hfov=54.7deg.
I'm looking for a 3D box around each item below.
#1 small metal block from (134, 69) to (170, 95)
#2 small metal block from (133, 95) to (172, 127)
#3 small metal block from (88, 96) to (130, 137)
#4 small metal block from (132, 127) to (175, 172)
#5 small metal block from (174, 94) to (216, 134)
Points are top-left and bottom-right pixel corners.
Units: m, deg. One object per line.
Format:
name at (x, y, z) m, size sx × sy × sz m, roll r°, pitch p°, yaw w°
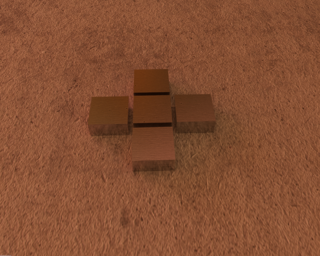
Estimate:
small metal block at (-0.012, -0.061, 0.456) m, size 0.050 × 0.025 × 0.050 m, roll -1°, pitch 50°, yaw -2°
small metal block at (-0.010, -0.018, 0.420) m, size 0.050 × 0.025 × 0.050 m, roll -1°, pitch 50°, yaw -2°
small metal block at (-0.067, -0.016, 0.417) m, size 0.050 × 0.025 × 0.050 m, roll -1°, pitch 50°, yaw -2°
small metal block at (-0.008, 0.026, 0.383) m, size 0.050 × 0.025 × 0.050 m, roll -2°, pitch 50°, yaw -2°
small metal block at (0.046, -0.020, 0.422) m, size 0.050 × 0.025 × 0.050 m, roll -1°, pitch 50°, yaw -2°
